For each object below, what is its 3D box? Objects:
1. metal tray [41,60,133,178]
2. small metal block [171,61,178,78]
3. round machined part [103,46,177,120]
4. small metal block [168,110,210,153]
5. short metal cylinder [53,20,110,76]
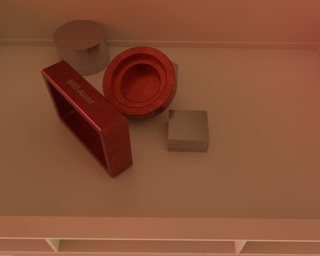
[{"bbox_3d":[-0.087,-0.011,0.371,0.030,0.089,0.130,-34,58,-25],"label":"metal tray"},{"bbox_3d":[-0.008,-0.088,0.479,0.050,0.025,0.050,-35,59,-26],"label":"small metal block"},{"bbox_3d":[-0.025,-0.058,0.425,0.098,0.042,0.098,-3,76,11],"label":"round machined part"},{"bbox_3d":[0.036,0.004,0.403,0.050,0.025,0.050,2,50,1],"label":"small metal block"},{"bbox_3d":[-0.123,-0.128,0.495,0.081,0.050,0.080,0,50,0],"label":"short metal cylinder"}]
